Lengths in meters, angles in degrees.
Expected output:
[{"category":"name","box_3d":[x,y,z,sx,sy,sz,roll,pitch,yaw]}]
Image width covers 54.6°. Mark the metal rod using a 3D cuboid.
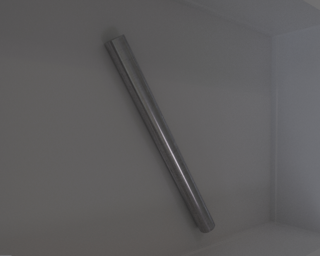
[{"category":"metal rod","box_3d":[0.009,0.022,0.412,0.025,0.025,0.299,-40,114,-33]}]
